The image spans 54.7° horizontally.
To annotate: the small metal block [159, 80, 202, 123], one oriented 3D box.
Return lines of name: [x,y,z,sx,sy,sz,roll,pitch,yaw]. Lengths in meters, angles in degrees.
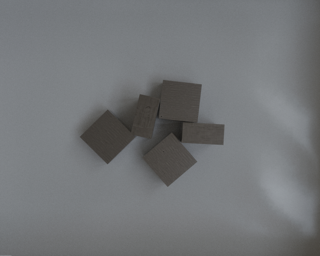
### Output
small metal block: [0.026,-0.034,0.410,0.050,0.025,0.050,6,90,-1]

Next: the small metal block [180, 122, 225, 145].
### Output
small metal block: [0.052,0.007,0.397,0.050,0.050,0.025,3,90,-1]

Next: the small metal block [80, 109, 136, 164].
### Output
small metal block: [-0.067,0.011,0.409,0.050,0.025,0.050,-45,91,0]

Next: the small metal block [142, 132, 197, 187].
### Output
small metal block: [0.013,0.041,0.409,0.050,0.025,0.050,-41,91,0]

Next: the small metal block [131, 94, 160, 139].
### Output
small metal block: [-0.018,-0.014,0.396,0.025,0.050,0.050,13,90,0]
